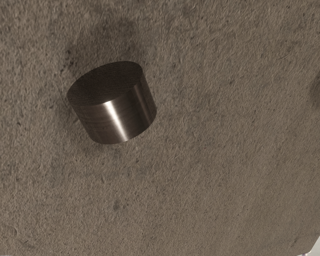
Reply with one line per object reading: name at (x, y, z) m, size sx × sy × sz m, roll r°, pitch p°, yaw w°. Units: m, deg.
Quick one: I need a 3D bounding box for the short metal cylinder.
short metal cylinder at (-0.049, -0.028, 0.328) m, size 0.080 × 0.080 × 0.050 m, roll -28°, pitch 128°, yaw -11°
